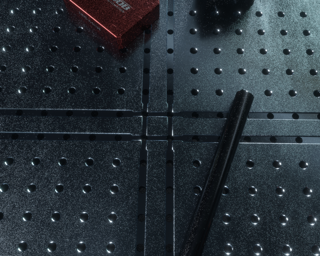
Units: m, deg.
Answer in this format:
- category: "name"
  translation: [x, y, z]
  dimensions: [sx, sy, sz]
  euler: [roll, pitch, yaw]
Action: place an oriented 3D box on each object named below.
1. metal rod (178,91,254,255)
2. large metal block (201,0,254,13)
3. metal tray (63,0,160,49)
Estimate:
- category: "metal rod"
  translation: [0.061, 0.086, 0.380]
  dimensions: [0.025, 0.025, 0.300]
  euler: [21, 71, 7]
- category: "large metal block"
  translation: [0.105, -0.227, 0.466]
  dimensions: [0.081, 0.080, 0.050]
  euler: [-12, 71, -4]
- category: "metal tray"
  translation: [-0.076, -0.193, 0.479]
  dimensions: [0.130, 0.030, 0.090]
  euler: [41, 75, 13]
